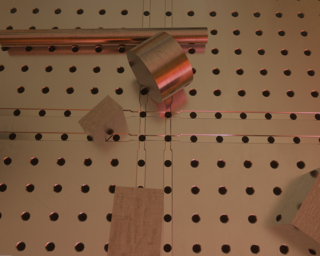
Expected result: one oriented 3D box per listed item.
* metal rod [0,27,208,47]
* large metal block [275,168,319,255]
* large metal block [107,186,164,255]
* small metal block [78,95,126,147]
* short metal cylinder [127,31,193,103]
[{"bbox_3d":[-0.081,-0.135,0.459,0.302,0.025,0.025,-1,70,-1],"label":"metal rod"},{"bbox_3d":[0.198,0.104,0.363,0.080,0.050,0.080,35,73,11],"label":"large metal block"},{"bbox_3d":[-0.024,0.112,0.341,0.050,0.080,0.080,4,70,1],"label":"large metal block"},{"bbox_3d":[-0.073,-0.008,0.401,0.025,0.050,0.050,42,75,13],"label":"small metal block"},{"bbox_3d":[-0.001,-0.080,0.412,0.050,0.080,0.080,-34,74,-12],"label":"short metal cylinder"}]
